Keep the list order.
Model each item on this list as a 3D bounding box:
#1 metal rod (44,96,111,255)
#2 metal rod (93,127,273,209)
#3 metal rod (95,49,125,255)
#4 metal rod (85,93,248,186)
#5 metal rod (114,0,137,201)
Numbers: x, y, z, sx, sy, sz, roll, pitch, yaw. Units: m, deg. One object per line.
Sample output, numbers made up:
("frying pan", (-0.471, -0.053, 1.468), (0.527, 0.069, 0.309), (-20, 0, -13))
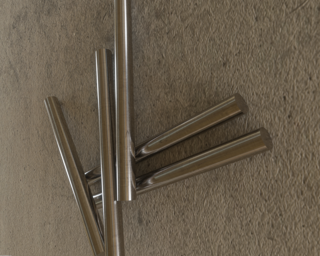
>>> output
("metal rod", (-0.138, 0.059, 0.490), (0.025, 0.025, 0.299), (-51, 52, 28))
("metal rod", (0.001, 0.065, 0.404), (0.299, 0.025, 0.025), (-27, 73, 36))
("metal rod", (-0.072, 0.026, 0.434), (0.025, 0.025, 0.299), (-20, 68, 38))
("metal rod", (-0.019, 0.030, 0.420), (0.299, 0.025, 0.025), (-28, 73, 36))
("metal rod", (-0.049, -0.054, 0.424), (0.025, 0.025, 0.299), (-11, 77, 39))
